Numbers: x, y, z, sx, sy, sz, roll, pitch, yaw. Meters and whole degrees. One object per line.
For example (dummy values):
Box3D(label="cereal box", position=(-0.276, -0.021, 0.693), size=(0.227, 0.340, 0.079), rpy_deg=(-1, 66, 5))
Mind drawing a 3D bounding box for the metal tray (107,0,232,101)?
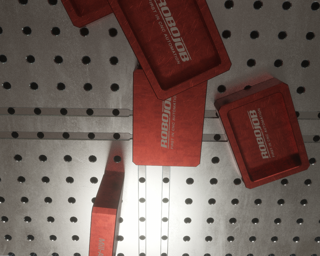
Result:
Box3D(label="metal tray", position=(0.011, -0.106, 0.338), size=(0.090, 0.030, 0.130), rpy_deg=(-25, 109, 8))

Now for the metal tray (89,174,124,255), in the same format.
Box3D(label="metal tray", position=(-0.074, 0.142, 0.429), size=(0.030, 0.090, 0.129), rpy_deg=(7, 110, -3))

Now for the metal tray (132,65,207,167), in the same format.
Box3D(label="metal tray", position=(0.011, -0.014, 0.406), size=(0.091, 0.030, 0.129), rpy_deg=(2, 110, -1))

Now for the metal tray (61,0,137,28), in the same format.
Box3D(label="metal tray", position=(-0.054, -0.179, 0.343), size=(0.130, 0.030, 0.090), rpy_deg=(-22, 109, 7))

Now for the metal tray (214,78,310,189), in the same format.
Box3D(label="metal tray", position=(0.137, 0.010, 0.416), size=(0.090, 0.030, 0.129), rpy_deg=(-21, 109, 7))
